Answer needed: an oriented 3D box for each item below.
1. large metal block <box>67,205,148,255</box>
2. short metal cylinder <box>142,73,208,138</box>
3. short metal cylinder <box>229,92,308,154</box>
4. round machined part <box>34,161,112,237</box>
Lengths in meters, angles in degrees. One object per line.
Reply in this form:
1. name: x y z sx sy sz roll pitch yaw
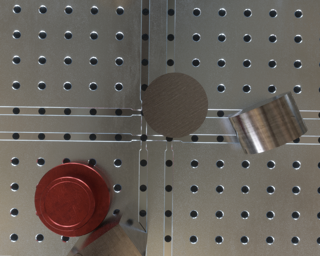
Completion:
1. large metal block: -0.064 0.150 0.385 0.080 0.080 0.050 -35 90 0
2. short metal cylinder: 0.018 -0.028 0.401 0.081 0.050 0.080 0 90 0
3. short metal cylinder: 0.133 -0.006 0.387 0.080 0.080 0.050 -24 90 0
4. round machined part: -0.115 0.094 0.404 0.099 0.042 0.097 0 90 0
